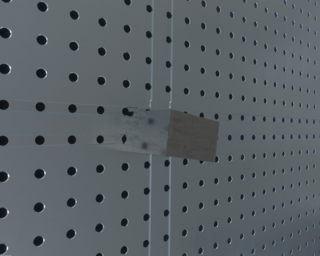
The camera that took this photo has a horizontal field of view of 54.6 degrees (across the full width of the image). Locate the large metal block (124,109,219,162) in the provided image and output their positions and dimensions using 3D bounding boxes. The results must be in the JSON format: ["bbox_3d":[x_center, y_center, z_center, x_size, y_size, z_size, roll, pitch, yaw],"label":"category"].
[{"bbox_3d":[0.014,0.011,0.384,0.081,0.080,0.050,12,83,-39],"label":"large metal block"}]
